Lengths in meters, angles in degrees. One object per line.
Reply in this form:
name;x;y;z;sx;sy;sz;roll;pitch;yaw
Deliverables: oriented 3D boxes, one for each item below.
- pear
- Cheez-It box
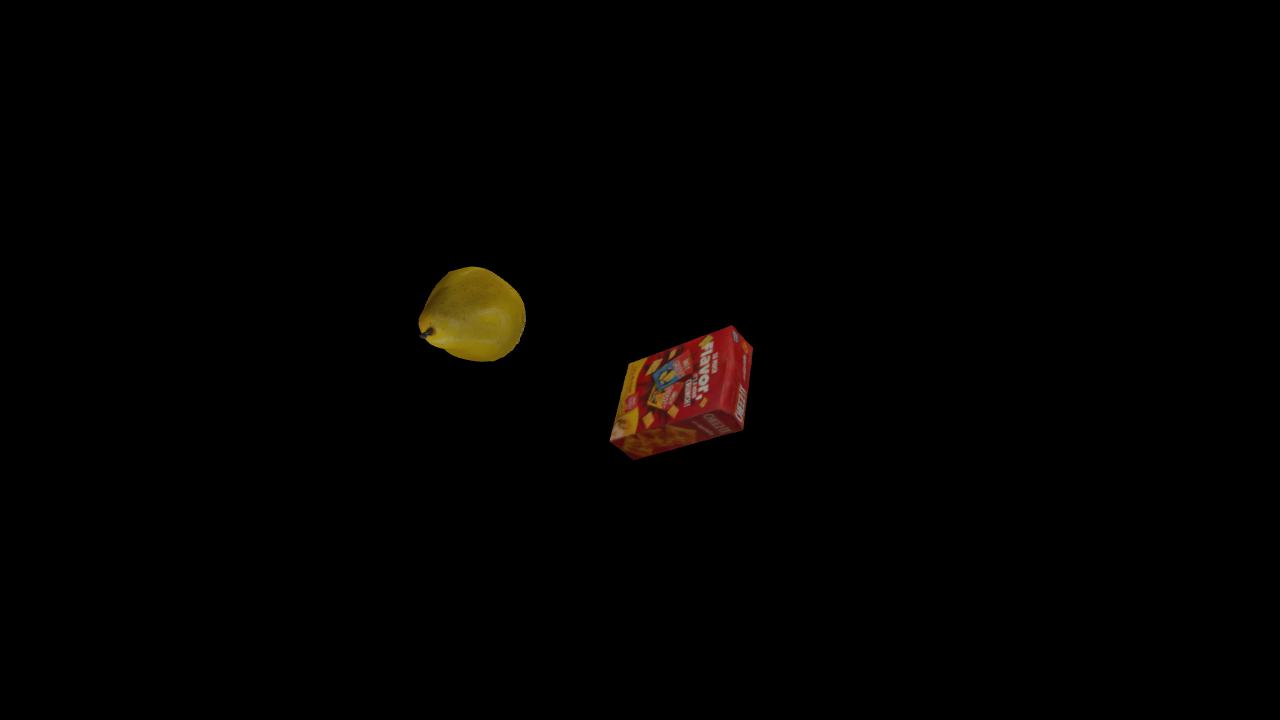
pear;-0.143;-0.031;0.478;0.080;0.080;0.111;0;11;27
Cheez-It box;0.065;0.054;0.983;0.223;0.166;0.071;-22;-50;37
